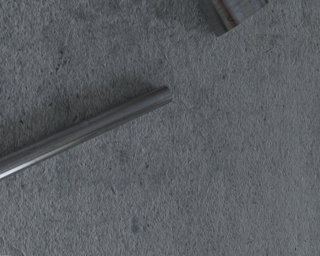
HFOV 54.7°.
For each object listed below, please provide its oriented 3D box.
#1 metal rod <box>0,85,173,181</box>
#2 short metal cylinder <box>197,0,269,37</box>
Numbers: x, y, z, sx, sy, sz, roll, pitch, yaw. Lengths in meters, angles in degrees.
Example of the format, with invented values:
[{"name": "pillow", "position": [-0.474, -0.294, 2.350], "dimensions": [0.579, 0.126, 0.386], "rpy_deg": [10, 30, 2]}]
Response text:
[{"name": "metal rod", "position": [-0.119, 0.017, 0.365], "dimensions": [0.302, 0.025, 0.025], "rpy_deg": [-26, 99, -18]}, {"name": "short metal cylinder", "position": [0.097, -0.167, 0.415], "dimensions": [0.080, 0.080, 0.050], "rpy_deg": [-39, 103, -16]}]
